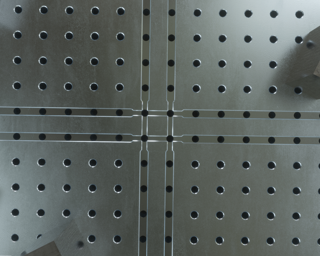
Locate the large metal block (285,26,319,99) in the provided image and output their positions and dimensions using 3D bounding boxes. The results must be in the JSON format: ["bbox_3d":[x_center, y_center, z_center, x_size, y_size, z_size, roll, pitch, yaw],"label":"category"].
[{"bbox_3d":[0.212,-0.086,0.387,0.050,0.080,0.080,26,90,0],"label":"large metal block"}]

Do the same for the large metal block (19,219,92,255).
[{"bbox_3d":[-0.123,0.172,0.385,0.050,0.080,0.080,-27,90,0],"label":"large metal block"}]
